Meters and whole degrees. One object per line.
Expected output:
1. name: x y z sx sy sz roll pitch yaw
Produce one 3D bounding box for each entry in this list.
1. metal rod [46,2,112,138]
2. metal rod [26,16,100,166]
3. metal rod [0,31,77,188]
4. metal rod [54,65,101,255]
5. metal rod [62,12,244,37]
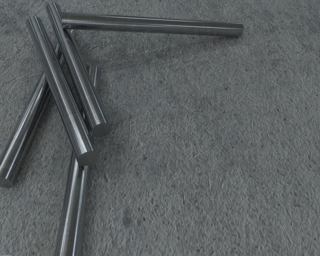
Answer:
1. metal rod: -0.128 -0.103 0.454 0.025 0.025 0.300 -18 52 -15
2. metal rod: -0.143 -0.070 0.426 0.025 0.025 0.300 -20 53 -16
3. metal rod: -0.169 -0.053 0.446 0.025 0.025 0.300 3 50 3
4. metal rod: -0.095 0.028 0.378 0.025 0.025 0.300 -2 50 -2
5. metal rod: -0.003 -0.170 0.512 0.302 0.025 0.025 -2 49 -15
